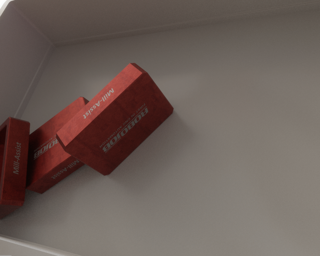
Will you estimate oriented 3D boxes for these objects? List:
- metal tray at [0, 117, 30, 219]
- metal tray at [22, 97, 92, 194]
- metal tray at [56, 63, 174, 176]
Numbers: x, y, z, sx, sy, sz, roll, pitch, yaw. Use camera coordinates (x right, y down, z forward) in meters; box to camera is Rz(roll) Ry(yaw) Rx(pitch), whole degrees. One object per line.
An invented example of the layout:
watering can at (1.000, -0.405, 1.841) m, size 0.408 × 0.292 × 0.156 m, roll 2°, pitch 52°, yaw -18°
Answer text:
metal tray at (-0.229, 0.060, 0.454) m, size 0.090 × 0.030 × 0.130 m, roll -31°, pitch 55°, yaw 35°
metal tray at (-0.145, 0.025, 0.453) m, size 0.130 × 0.030 × 0.090 m, roll -34°, pitch 51°, yaw 12°
metal tray at (-0.052, -0.008, 0.394) m, size 0.130 × 0.090 × 0.030 m, roll -44°, pitch 52°, yaw -3°
